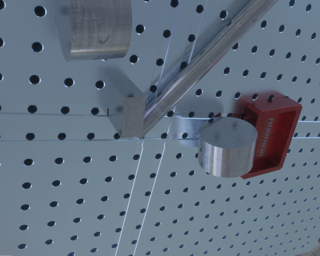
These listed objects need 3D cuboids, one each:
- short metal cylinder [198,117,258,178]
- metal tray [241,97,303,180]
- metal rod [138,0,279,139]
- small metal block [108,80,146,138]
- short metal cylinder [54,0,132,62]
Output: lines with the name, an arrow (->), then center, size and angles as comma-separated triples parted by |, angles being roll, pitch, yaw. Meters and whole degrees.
short metal cylinder -> 0.095, 0.026, 0.444 | 0.081, 0.080, 0.050 | -16, 125, -19
metal tray -> 0.175, 0.018, 0.514 | 0.091, 0.030, 0.129 | -9, 123, -24
metal rod -> 0.073, -0.100, 0.388 | 0.300, 0.025, 0.025 | -45, 129, 3
small metal block -> -0.039, -0.023, 0.359 | 0.025, 0.050, 0.050 | -7, 122, -25
short metal cylinder -> -0.063, -0.102, 0.278 | 0.050, 0.080, 0.079 | -10, 123, -23
